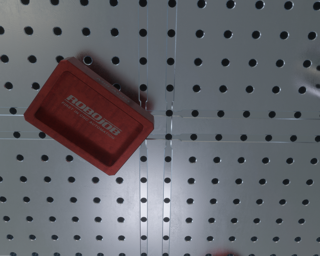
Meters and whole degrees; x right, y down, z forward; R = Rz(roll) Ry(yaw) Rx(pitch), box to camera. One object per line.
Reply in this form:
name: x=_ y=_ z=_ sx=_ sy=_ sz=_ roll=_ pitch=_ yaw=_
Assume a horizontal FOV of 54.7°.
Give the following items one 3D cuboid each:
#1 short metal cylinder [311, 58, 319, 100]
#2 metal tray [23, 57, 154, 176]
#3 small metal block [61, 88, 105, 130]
short metal cylinder: x=0.237 y=-0.060 z=0.380 sx=0.081 sy=0.050 sz=0.079 roll=0 pitch=110 yaw=0
metal tray: x=-0.083 y=-0.012 z=0.378 sx=0.130 sy=0.030 sz=0.090 roll=37 pitch=106 yaw=-13
small metal block: x=-0.096 y=-0.026 z=0.403 sx=0.050 sy=0.025 sz=0.050 roll=-1 pitch=110 yaw=0
